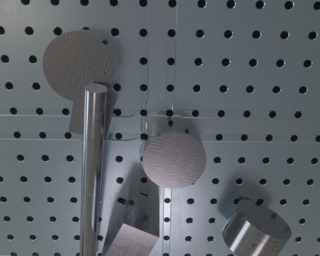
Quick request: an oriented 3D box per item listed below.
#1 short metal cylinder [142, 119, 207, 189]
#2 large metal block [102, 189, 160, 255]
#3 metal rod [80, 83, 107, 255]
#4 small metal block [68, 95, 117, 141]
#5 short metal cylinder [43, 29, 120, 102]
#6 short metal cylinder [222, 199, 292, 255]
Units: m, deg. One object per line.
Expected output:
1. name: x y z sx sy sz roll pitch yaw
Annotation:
1. short metal cylinder: 0.018 0.033 0.412 0.081 0.050 0.079 0 110 0
2. large metal block: -0.041 0.148 0.438 0.050 0.080 0.080 25 108 -9
3. metal rod: -0.092 0.083 0.414 0.025 0.025 0.298 8 120 -3
4. small metal block: -0.088 -0.016 0.407 0.050 0.025 0.050 14 110 -5
5. short metal cylinder: -0.091 -0.076 0.371 0.081 0.050 0.079 0 111 0
6. short metal cylinder: 0.136 0.147 0.439 0.080 0.080 0.050 21 109 -8
